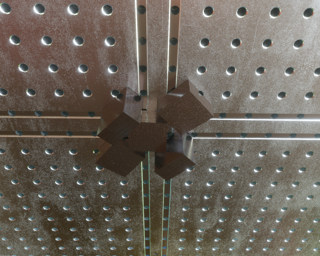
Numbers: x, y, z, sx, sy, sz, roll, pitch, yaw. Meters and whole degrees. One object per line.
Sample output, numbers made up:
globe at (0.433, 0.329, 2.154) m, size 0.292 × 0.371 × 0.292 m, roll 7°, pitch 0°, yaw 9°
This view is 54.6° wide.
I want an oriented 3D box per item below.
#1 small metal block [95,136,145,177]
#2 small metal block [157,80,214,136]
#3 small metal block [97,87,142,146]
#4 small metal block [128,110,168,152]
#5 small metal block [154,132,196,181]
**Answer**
small metal block at (-0.056, 0.038, 0.443) m, size 0.050 × 0.025 × 0.050 m, roll 30°, pitch 123°, yaw -24°
small metal block at (0.032, -0.024, 0.391) m, size 0.050 × 0.025 × 0.050 m, roll -32°, pitch 123°, yaw 25°
small metal block at (-0.049, -0.014, 0.382) m, size 0.025 × 0.050 × 0.050 m, roll 36°, pitch 122°, yaw -27°
small metal block at (-0.016, 0.004, 0.414) m, size 0.050 × 0.025 × 0.050 m, roll 3°, pitch 129°, yaw -2°
small metal block at (0.020, 0.037, 0.426) m, size 0.050 × 0.050 × 0.025 m, roll -35°, pitch 122°, yaw 25°
